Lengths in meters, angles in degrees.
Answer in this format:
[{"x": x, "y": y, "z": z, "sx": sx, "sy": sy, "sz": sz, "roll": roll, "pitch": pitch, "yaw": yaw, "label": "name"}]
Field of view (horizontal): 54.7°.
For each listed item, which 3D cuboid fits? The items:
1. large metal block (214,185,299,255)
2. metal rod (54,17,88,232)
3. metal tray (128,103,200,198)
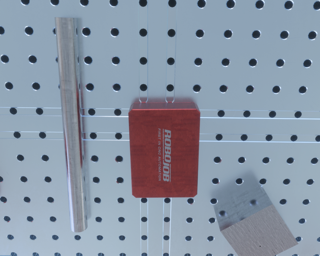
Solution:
[{"x": 0.139, "y": 0.144, "z": 0.454, "sx": 0.080, "sy": 0.050, "sz": 0.080, "roll": -32, "pitch": 107, "yaw": 11, "label": "large metal block"}, {"x": -0.116, "y": 0.010, "z": 0.415, "sx": 0.025, "sy": 0.025, "sz": 0.298, "roll": 2, "pitch": 110, "yaw": -1, "label": "metal rod"}, {"x": 0.006, "y": 0.032, "z": 0.422, "sx": 0.091, "sy": 0.030, "sz": 0.129, "roll": -1, "pitch": 110, "yaw": 0, "label": "metal tray"}]
